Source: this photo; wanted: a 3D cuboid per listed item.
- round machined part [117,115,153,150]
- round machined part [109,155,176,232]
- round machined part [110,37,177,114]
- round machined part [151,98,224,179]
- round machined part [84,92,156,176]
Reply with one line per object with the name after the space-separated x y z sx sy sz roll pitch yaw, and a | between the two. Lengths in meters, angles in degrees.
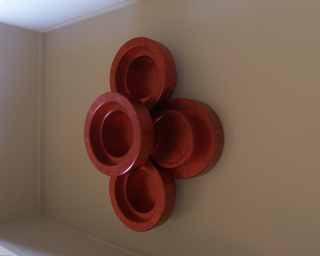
-0.053 0.009 0.435 0.098 0.042 0.097 0 90 39 | round machined part
-0.018 0.081 0.406 0.098 0.042 0.097 0 90 39 | round machined part
-0.017 -0.065 0.405 0.098 0.042 0.097 0 90 39 | round machined part
0.023 0.013 0.372 0.098 0.042 0.097 0 90 39 | round machined part
-0.044 0.007 0.373 0.098 0.042 0.097 0 90 39 | round machined part
